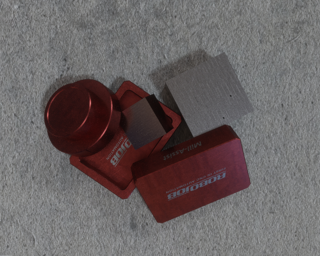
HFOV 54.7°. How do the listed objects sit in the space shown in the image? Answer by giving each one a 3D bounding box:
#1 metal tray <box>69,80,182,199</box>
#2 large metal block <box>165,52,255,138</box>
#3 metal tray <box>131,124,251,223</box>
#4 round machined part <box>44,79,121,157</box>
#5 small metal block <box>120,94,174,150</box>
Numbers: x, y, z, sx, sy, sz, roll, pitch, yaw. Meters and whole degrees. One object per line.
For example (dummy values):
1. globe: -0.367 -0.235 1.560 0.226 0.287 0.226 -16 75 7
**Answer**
1. metal tray: -0.043 0.015 0.407 0.090 0.030 0.130 35 90 0
2. large metal block: 0.060 -0.039 0.399 0.080 0.050 0.080 -27 90 0
3. metal tray: 0.041 0.060 0.386 0.131 0.030 0.090 -23 126 0
4. round machined part: -0.101 -0.016 0.381 0.098 0.042 0.098 -8 70 22
5. small metal block: -0.019 -0.007 0.388 0.050 0.025 0.050 -29 93 28
